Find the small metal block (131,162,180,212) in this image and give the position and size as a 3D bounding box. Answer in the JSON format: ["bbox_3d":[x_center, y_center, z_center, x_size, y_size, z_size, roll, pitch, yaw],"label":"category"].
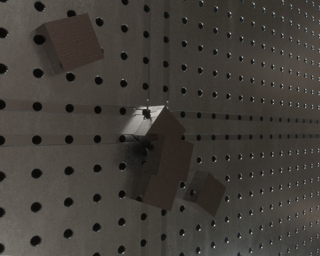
[{"bbox_3d":[-0.004,0.078,0.408,0.050,0.025,0.050,29,72,-37],"label":"small metal block"}]

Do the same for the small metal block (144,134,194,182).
[{"bbox_3d":[0.012,0.038,0.389,0.050,0.025,0.050,20,77,-39],"label":"small metal block"}]

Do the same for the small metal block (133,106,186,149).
[{"bbox_3d":[0.001,0.006,0.412,0.050,0.025,0.050,47,62,-30],"label":"small metal block"}]

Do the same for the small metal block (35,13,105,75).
[{"bbox_3d":[-0.095,-0.090,0.331,0.050,0.025,0.050,-31,110,-36],"label":"small metal block"}]

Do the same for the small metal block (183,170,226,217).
[{"bbox_3d":[0.069,0.100,0.470,0.050,0.025,0.050,42,64,-32],"label":"small metal block"}]
